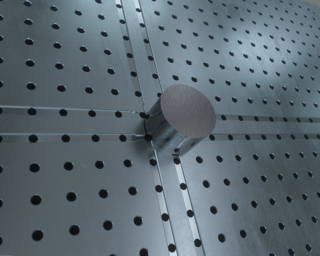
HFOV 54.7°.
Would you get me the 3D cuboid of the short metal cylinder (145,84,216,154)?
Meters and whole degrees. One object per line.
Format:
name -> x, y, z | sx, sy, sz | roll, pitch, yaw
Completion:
short metal cylinder -> 0.027, -0.011, 0.413 | 0.081, 0.050, 0.080 | 14, 56, -21
